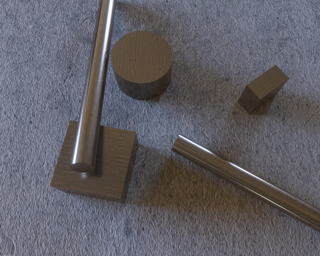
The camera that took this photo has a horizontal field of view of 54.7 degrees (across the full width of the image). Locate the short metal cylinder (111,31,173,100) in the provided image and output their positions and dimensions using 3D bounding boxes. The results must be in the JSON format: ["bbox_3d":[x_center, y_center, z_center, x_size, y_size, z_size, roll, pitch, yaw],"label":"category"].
[{"bbox_3d":[-0.024,-0.085,0.426,0.081,0.050,0.080,0,70,0],"label":"short metal cylinder"}]

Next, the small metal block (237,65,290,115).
[{"bbox_3d":[0.137,-0.050,0.415,0.050,0.050,0.025,-35,74,-12],"label":"small metal block"}]

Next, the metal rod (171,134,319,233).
[{"bbox_3d":[0.151,0.089,0.377,0.301,0.025,0.025,29,72,9],"label":"metal rod"}]

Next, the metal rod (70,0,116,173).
[{"bbox_3d":[-0.080,-0.085,0.405,0.025,0.025,0.299,1,57,0],"label":"metal rod"}]

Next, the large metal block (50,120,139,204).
[{"bbox_3d":[-0.075,0.043,0.378,0.080,0.050,0.080,10,70,3],"label":"large metal block"}]
